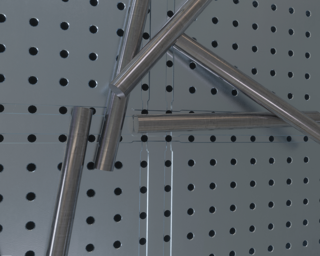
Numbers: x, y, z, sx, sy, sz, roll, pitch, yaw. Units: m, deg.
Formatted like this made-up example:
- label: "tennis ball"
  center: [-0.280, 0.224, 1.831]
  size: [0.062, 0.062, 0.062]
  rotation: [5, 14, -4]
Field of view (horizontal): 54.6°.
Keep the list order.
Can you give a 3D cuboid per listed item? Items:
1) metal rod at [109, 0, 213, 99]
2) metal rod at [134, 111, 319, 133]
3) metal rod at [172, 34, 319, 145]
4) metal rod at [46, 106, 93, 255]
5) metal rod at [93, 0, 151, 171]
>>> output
- label: "metal rod"
  center: [0.039, -0.154, 0.411]
  size: [0.025, 0.025, 0.301]
  rotation: [44, 71, -15]
- label: "metal rod"
  center: [0.111, -0.011, 0.452]
  size: [0.302, 0.025, 0.025]
  rotation: [-2, 91, -20]
- label: "metal rod"
  center: [0.150, -0.044, 0.447]
  size: [0.301, 0.025, 0.025]
  rotation: [31, 80, -10]
- label: "metal rod"
  center: [-0.118, 0.123, 0.369]
  size: [0.025, 0.025, 0.299]
  rotation: [10, 87, -20]
- label: "metal rod"
  center: [-0.040, -0.094, 0.397]
  size: [0.025, 0.025, 0.299]
  rotation: [13, 86, -20]
